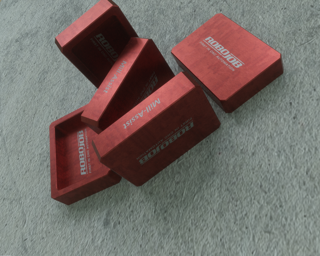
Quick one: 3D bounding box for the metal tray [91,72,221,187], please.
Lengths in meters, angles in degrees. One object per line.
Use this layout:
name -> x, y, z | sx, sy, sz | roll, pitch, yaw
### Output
metal tray -> 0.000, 0.006, 0.359 | 0.130, 0.090, 0.030 | -37, 51, 3

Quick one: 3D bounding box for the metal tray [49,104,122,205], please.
metal tray -> -0.109, 0.031, 0.438 | 0.090, 0.030, 0.130 | -25, 53, 12

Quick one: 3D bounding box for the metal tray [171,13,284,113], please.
metal tray -> 0.085, -0.091, 0.412 | 0.090, 0.030, 0.130 | -38, 51, 2

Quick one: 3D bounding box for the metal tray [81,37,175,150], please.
metal tray -> -0.035, -0.041, 0.405 | 0.030, 0.090, 0.130 | 18, 71, 35

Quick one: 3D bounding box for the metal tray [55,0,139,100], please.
metal tray -> -0.068, -0.101, 0.434 | 0.090, 0.130, 0.030 | -40, 52, 1
